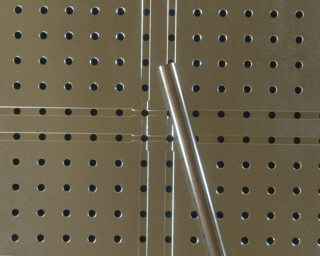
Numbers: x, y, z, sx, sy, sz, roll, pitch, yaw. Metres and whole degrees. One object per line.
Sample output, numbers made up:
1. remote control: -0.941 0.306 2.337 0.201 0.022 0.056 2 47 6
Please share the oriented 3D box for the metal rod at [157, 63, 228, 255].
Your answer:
1. metal rod: 0.048 0.061 0.413 0.025 0.025 0.299 -15 90 0
